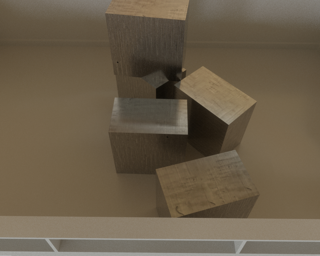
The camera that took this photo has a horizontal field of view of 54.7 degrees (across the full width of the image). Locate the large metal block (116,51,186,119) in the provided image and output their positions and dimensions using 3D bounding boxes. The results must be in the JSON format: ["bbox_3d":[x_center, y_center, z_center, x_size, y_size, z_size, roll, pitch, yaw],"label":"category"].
[{"bbox_3d":[-0.014,-0.055,0.415,0.050,0.080,0.080,-36,59,-26],"label":"large metal block"}]

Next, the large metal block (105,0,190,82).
[{"bbox_3d":[-0.011,-0.103,0.352,0.080,0.080,0.050,7,50,6],"label":"large metal block"}]

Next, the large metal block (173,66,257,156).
[{"bbox_3d":[0.061,-0.015,0.381,0.050,0.080,0.080,-36,61,-26],"label":"large metal block"}]

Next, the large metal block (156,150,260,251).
[{"bbox_3d":[0.041,0.073,0.308,0.081,0.080,0.050,-12,51,-11],"label":"large metal block"}]

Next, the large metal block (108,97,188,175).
[{"bbox_3d":[-0.011,0.012,0.359,0.081,0.080,0.050,2,50,1],"label":"large metal block"}]
